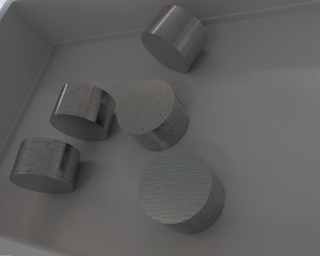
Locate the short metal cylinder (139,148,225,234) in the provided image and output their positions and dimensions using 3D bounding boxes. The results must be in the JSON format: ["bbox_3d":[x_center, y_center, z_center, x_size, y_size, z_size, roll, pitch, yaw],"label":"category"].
[{"bbox_3d":[0.024,0.069,0.335,0.080,0.050,0.080,-13,56,21],"label":"short metal cylinder"}]

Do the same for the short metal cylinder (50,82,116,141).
[{"bbox_3d":[-0.108,-0.021,0.440,0.080,0.080,0.050,-3,61,27],"label":"short metal cylinder"}]

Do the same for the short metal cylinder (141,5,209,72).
[{"bbox_3d":[0.021,-0.124,0.436,0.080,0.080,0.050,28,77,37],"label":"short metal cylinder"}]

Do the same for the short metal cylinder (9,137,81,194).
[{"bbox_3d":[-0.153,0.053,0.419,0.080,0.080,0.050,-9,58,23],"label":"short metal cylinder"}]

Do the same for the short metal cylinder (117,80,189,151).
[{"bbox_3d":[-0.009,-0.016,0.404,0.080,0.050,0.080,-13,56,21],"label":"short metal cylinder"}]
